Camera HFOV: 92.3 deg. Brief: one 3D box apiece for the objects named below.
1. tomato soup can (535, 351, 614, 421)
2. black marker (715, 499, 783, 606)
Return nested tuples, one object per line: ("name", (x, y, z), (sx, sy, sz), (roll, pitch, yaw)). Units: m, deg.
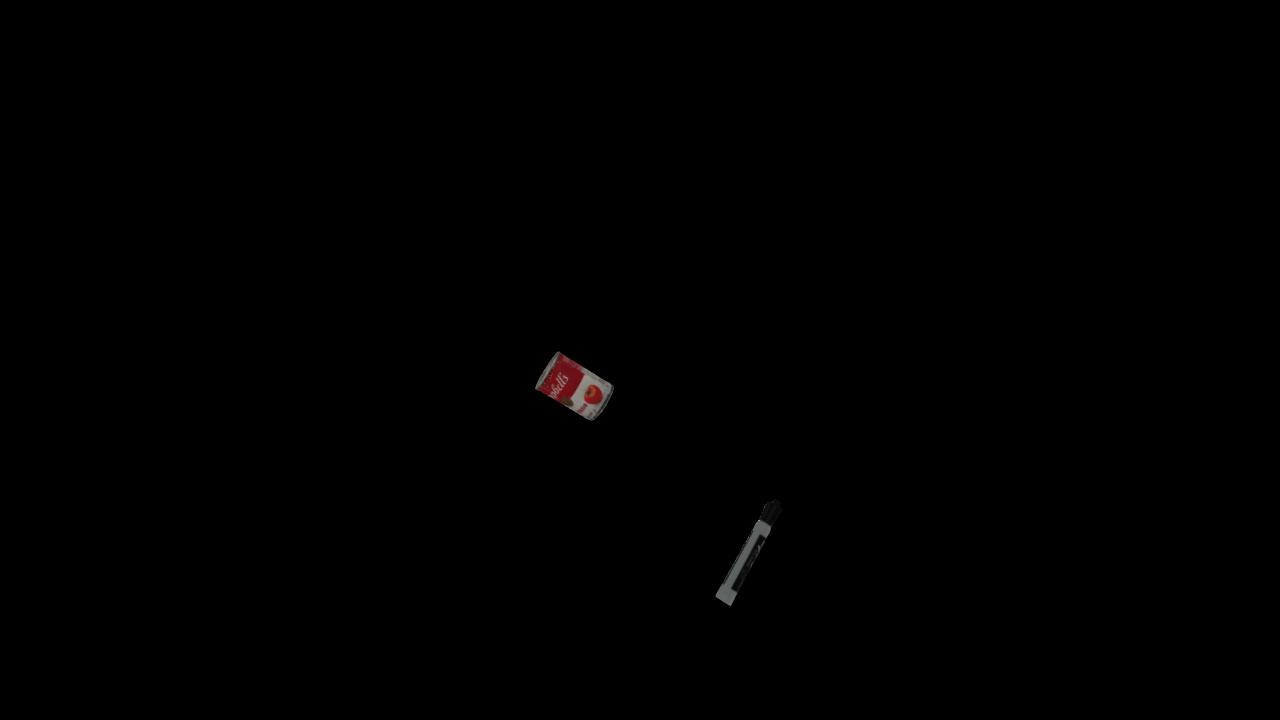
("tomato soup can", (-0.099, 0.041, 0.942), (0.101, 0.068, 0.068), (32, -9, -14))
("black marker", (0.118, 0.203, 0.656), (0.020, 0.121, 0.020), (31, -14, 9))
